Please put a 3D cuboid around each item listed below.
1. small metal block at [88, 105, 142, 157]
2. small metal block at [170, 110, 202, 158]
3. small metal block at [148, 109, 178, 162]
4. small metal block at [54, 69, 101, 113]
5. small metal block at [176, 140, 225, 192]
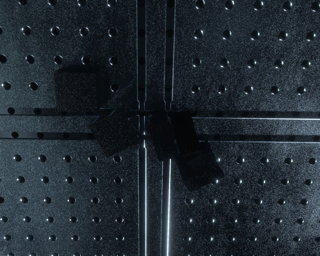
[{"bbox_3d":[-0.059,0.004,0.414,0.050,0.025,0.050,-23,109,8],"label":"small metal block"},{"bbox_3d":[0.034,0.009,0.394,0.025,0.050,0.050,-16,78,5],"label":"small metal block"},{"bbox_3d":[0.004,0.008,0.403,0.025,0.050,0.050,-15,110,5],"label":"small metal block"},{"bbox_3d":[-0.104,-0.048,0.394,0.050,0.025,0.050,2,110,-1],"label":"small metal block"},{"bbox_3d":[0.052,0.051,0.417,0.050,0.050,0.025,-26,128,9],"label":"small metal block"}]
